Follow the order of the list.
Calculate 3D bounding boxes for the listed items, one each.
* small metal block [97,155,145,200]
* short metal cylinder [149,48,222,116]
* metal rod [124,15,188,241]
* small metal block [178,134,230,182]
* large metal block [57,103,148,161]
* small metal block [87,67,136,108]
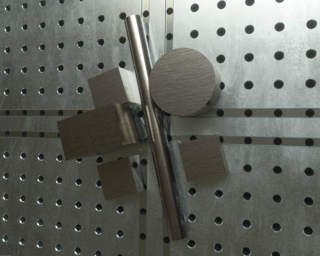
[{"bbox_3d":[-0.054,0.069,0.431,0.050,0.025,0.050,-16,85,19],"label":"small metal block"},{"bbox_3d":[0.033,-0.054,0.387,0.080,0.050,0.079,0,90,19],"label":"short metal cylinder"},{"bbox_3d":[-0.006,-0.004,0.413,0.025,0.025,0.298,-13,86,19],"label":"metal rod"},{"bbox_3d":[0.055,0.038,0.392,0.050,0.025,0.050,-15,85,19],"label":"small metal block"},{"bbox_3d":[-0.072,0.005,0.406,0.080,0.080,0.050,-16,85,19],"label":"large metal block"},{"bbox_3d":[-0.068,-0.052,0.435,0.050,0.025,0.050,-18,84,18],"label":"small metal block"}]
